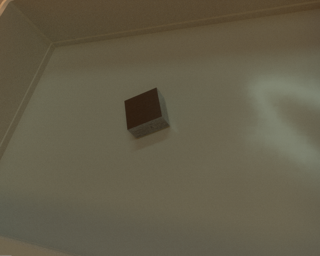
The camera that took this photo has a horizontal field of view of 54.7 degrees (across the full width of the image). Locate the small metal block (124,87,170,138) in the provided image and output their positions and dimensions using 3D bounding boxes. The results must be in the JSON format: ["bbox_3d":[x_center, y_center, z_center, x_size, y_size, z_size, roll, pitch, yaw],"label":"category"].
[{"bbox_3d":[-0.018,-0.020,0.422,0.050,0.025,0.050,-21,54,15],"label":"small metal block"}]
